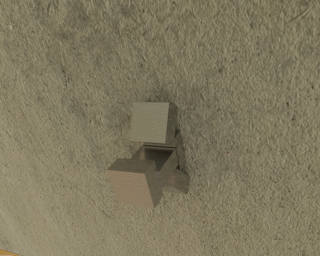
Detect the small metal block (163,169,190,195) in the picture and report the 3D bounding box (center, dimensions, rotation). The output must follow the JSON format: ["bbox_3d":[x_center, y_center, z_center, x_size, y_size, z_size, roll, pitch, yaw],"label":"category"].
[{"bbox_3d":[0.008,0.073,0.431,0.050,0.025,0.050,2,160,27],"label":"small metal block"}]

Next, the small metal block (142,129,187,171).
[{"bbox_3d":[0.005,0.029,0.423,0.050,0.025,0.050,2,120,26],"label":"small metal block"}]

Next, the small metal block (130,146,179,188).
[{"bbox_3d":[-0.011,0.048,0.393,0.050,0.050,0.025,3,120,26],"label":"small metal block"}]

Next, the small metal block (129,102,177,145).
[{"bbox_3d":[-0.008,-0.006,0.392,0.050,0.025,0.050,3,84,27],"label":"small metal block"}]

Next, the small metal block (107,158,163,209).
[{"bbox_3d":[-0.029,0.064,0.365,0.050,0.025,0.050,1,119,27],"label":"small metal block"}]
